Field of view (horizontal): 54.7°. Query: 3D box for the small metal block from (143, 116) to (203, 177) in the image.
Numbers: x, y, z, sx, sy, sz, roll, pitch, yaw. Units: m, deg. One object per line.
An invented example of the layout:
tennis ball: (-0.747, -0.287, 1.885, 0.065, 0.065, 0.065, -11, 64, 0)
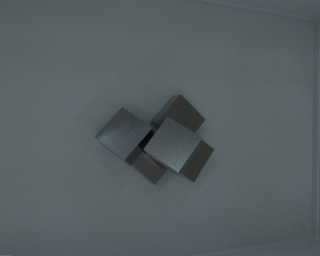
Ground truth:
small metal block: (0.017, 0.022, 0.377, 0.050, 0.025, 0.050, 32, 77, 17)

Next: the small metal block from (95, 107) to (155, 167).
small metal block: (-0.042, 0.010, 0.381, 0.050, 0.025, 0.050, 35, 76, 22)

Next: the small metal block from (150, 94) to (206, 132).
small metal block: (0.024, -0.010, 0.419, 0.050, 0.025, 0.050, 44, 76, -15)

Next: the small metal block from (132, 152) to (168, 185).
small metal block: (-0.012, 0.038, 0.405, 0.050, 0.025, 0.050, 44, 76, -15)

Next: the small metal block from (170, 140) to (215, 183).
small metal block: (0.038, 0.040, 0.411, 0.025, 0.050, 0.050, 37, 78, -17)
